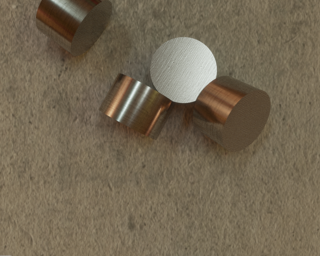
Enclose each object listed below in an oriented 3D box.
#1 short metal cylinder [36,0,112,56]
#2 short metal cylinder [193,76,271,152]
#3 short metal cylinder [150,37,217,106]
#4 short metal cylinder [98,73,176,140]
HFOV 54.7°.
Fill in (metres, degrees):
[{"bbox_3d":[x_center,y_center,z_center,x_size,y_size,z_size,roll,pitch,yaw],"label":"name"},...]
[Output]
[{"bbox_3d":[-0.104,-0.136,0.381,0.050,0.080,0.080,37,90,-1],"label":"short metal cylinder"},{"bbox_3d":[0.087,-0.018,0.378,0.080,0.080,0.050,-53,46,0],"label":"short metal cylinder"},{"bbox_3d":[0.028,-0.070,0.398,0.081,0.050,0.079,0,90,-1],"label":"short metal cylinder"},{"bbox_3d":[-0.028,-0.026,0.382,0.080,0.080,0.050,28,90,-1],"label":"short metal cylinder"}]
